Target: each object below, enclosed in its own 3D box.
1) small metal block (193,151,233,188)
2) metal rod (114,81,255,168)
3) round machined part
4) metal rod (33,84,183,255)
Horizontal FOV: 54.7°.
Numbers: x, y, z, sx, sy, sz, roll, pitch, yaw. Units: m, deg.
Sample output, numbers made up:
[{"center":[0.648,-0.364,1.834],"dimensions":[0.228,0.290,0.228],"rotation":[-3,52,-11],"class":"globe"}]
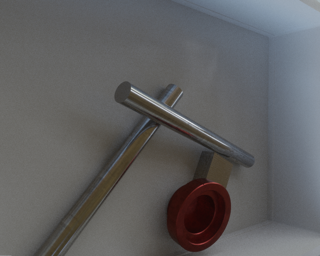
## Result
[{"center":[0.082,0.069,0.478],"dimensions":[0.050,0.025,0.050],"rotation":[33,69,-35],"class":"small metal block"},{"center":[0.057,0.010,0.433],"dimensions":[0.301,0.025,0.025],"rotation":[26,73,-44],"class":"metal rod"},{"center":[0.049,0.116,0.432],"dimensions":[0.099,0.042,0.097],"rotation":[-8,104,-33],"class":"round machined part"},{"center":[-0.059,0.057,0.358],"dimensions":[0.025,0.025,0.301],"rotation":[52,60,-28],"class":"metal rod"}]
